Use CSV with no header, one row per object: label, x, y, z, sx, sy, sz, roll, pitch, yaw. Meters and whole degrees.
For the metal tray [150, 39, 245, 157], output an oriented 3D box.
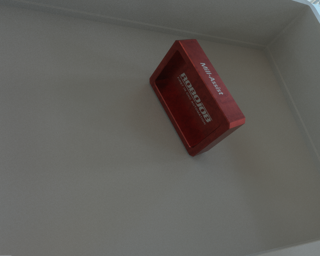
metal tray,0.043,-0.039,0.406,0.030,0.090,0.130,-17,71,-36
